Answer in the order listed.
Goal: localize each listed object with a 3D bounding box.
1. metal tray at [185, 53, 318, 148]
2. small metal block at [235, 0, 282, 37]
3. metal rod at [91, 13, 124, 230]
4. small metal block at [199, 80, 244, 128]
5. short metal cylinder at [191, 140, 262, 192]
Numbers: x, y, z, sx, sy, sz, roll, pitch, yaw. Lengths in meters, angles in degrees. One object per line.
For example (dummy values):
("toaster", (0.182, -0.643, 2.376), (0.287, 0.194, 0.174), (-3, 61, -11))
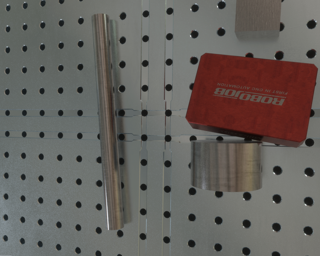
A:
("metal tray", (0.104, -0.035, 0.361), (0.130, 0.030, 0.090), (11, 78, 19))
("small metal block", (0.118, -0.138, 0.371), (0.050, 0.025, 0.050), (3, 91, 19))
("metal rod", (-0.074, -0.010, 0.437), (0.025, 0.025, 0.298), (-5, 88, 19))
("small metal block", (0.079, -0.029, 0.384), (0.050, 0.025, 0.050), (12, 94, 19))
("short metal cylinder", (0.076, 0.040, 0.356), (0.080, 0.080, 0.050), (1, 91, 19))
